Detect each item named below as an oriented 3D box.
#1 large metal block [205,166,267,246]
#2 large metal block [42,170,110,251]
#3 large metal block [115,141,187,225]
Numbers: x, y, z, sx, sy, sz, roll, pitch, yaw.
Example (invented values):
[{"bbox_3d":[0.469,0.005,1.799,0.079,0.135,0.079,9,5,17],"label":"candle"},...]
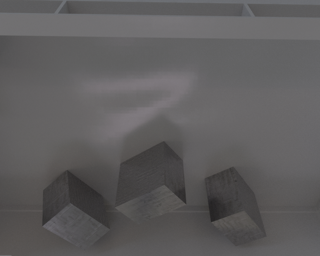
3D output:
[{"bbox_3d":[0.115,0.121,0.477,0.050,0.080,0.080,-28,125,21],"label":"large metal block"},{"bbox_3d":[-0.127,0.123,0.468,0.050,0.080,0.080,-41,122,4],"label":"large metal block"},{"bbox_3d":[-0.013,0.077,0.438,0.080,0.080,0.050,-28,125,22],"label":"large metal block"}]
